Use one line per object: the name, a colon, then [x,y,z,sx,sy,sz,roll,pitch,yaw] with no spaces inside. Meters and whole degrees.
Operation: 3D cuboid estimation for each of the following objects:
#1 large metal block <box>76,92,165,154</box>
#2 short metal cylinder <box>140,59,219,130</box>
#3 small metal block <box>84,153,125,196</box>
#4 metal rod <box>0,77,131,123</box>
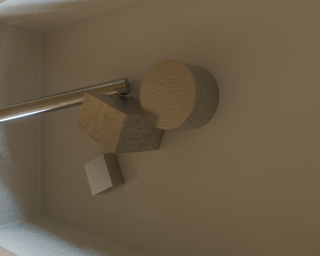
large metal block: [-0.049,-0.008,0.409,0.080,0.081,0.050,28,108,36]
short metal cylinder: [0.023,-0.038,0.370,0.080,0.050,0.079,0,90,39]
small metal block: [-0.086,0.071,0.475,0.050,0.025,0.050,-31,71,35]
metal rod: [-0.191,-0.032,0.477,0.301,0.025,0.025,-11,82,12]
